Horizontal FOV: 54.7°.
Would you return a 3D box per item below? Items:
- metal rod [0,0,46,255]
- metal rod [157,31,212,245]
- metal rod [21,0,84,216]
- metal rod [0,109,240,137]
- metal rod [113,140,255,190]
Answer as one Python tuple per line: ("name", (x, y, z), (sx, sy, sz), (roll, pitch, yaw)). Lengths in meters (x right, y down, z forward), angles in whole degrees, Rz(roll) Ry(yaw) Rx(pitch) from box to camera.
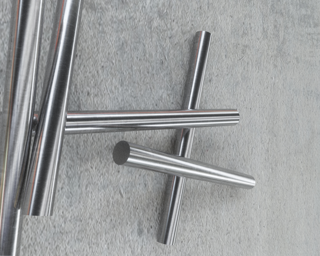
("metal rod", (-0.126, 0.019, 0.269), (0.025, 0.025, 0.298), (4, 97, -40))
("metal rod", (0.036, 0.007, 0.434), (0.025, 0.025, 0.299), (18, 78, -39))
("metal rod", (-0.094, -0.071, 0.299), (0.025, 0.025, 0.299), (15, 72, -39))
("metal rod", (-0.020, -0.009, 0.367), (0.303, 0.025, 0.025), (-3, 92, -34))
("metal rod", (0.057, 0.059, 0.421), (0.302, 0.025, 0.025), (20, 78, -48))
